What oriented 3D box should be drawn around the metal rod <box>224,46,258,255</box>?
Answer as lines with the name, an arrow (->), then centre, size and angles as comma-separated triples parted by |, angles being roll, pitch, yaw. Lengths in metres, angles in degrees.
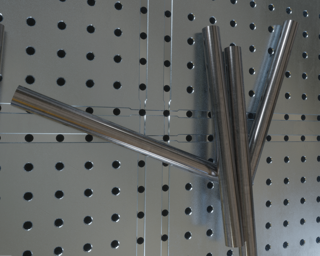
metal rod -> 0.114, 0.032, 0.438 | 0.025, 0.025, 0.298 | -1, 84, -20

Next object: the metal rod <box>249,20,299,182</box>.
metal rod -> 0.160, -0.024, 0.473 | 0.025, 0.025, 0.299 | 21, 83, -19

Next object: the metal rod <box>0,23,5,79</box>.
metal rod -> -0.198, 0.033, 0.339 | 0.025, 0.025, 0.298 | 5, 88, -20

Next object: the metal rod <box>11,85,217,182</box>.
metal rod -> -0.033, 0.017, 0.401 | 0.302, 0.025, 0.025 | 23, 83, -19

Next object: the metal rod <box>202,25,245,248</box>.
metal rod -> 0.086, 0.007, 0.425 | 0.025, 0.025, 0.298 | -3, 84, -20
